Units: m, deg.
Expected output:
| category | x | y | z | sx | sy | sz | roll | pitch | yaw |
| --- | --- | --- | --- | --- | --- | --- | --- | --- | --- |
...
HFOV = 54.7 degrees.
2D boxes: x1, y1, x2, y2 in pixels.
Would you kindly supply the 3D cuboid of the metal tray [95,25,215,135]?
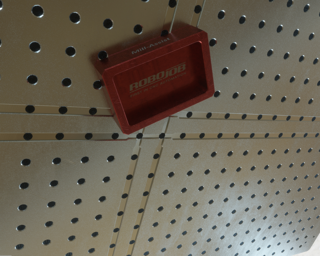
| category | x | y | z | sx | sy | sz | roll | pitch | yaw |
| --- | --- | --- | --- | --- | --- | --- | --- | --- | --- |
| metal tray | -0.001 | -0.057 | 0.373 | 0.131 | 0.030 | 0.090 | -25 | 128 | -13 |
